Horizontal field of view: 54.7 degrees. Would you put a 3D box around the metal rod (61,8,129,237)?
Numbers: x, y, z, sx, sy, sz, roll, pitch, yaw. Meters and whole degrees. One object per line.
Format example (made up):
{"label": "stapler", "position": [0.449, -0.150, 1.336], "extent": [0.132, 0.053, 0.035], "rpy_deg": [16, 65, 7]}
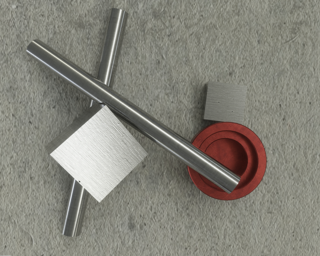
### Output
{"label": "metal rod", "position": [-0.086, -0.007, 0.408], "extent": [0.025, 0.025, 0.298], "rpy_deg": [12, 90, -1]}

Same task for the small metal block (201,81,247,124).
{"label": "small metal block", "position": [0.084, -0.033, 0.411], "extent": [0.050, 0.025, 0.050], "rpy_deg": [7, 90, -1]}

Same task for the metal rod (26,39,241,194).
{"label": "metal rod", "position": [-0.036, -0.018, 0.377], "extent": [0.301, 0.025, 0.025], "rpy_deg": [34, 90, 6]}

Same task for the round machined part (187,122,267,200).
{"label": "round machined part", "position": [0.083, 0.041, 0.403], "extent": [0.099, 0.042, 0.097], "rpy_deg": [0, 90, -1]}

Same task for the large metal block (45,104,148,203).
{"label": "large metal block", "position": [-0.076, 0.027, 0.374], "extent": [0.080, 0.050, 0.080], "rpy_deg": [-45, 113, -16]}
